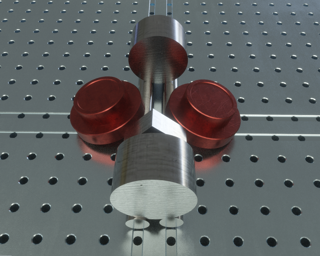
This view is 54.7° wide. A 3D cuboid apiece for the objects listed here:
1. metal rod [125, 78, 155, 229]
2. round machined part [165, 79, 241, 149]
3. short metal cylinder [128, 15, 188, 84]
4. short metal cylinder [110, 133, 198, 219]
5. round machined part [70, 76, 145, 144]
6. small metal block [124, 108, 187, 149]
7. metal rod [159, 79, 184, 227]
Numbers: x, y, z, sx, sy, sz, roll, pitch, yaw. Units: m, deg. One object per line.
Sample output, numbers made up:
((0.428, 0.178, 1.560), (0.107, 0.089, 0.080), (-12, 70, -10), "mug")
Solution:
((-0.021, -0.015, 0.419), (0.025, 0.025, 0.300), (1, 50, 1), "metal rod")
((0.059, -0.025, 0.400), (0.099, 0.042, 0.098), (10, 49, -11), "round machined part")
((-0.002, -0.109, 0.435), (0.080, 0.080, 0.050), (1, 50, 0), "short metal cylinder")
((-0.005, 0.049, 0.302), (0.080, 0.080, 0.050), (1, 50, 0), "short metal cylinder")
((-0.072, -0.030, 0.405), (0.098, 0.042, 0.098), (-9, 49, 11), "round machined part")
((-0.006, 0.011, 0.351), (0.050, 0.050, 0.025), (30, 42, -30), "small metal block")
((0.014, -0.016, 0.420), (0.025, 0.025, 0.300), (1, 50, 1), "metal rod")
